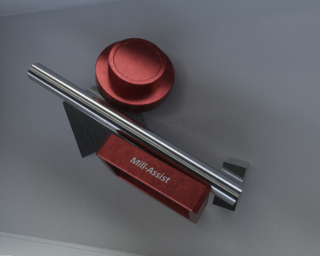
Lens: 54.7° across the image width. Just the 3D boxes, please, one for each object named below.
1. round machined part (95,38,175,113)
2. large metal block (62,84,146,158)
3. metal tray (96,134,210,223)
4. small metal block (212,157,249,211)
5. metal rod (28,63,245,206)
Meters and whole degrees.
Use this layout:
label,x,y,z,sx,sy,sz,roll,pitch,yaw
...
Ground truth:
label,x,y,z,sx,sy,sz,roll,pitch,yaw
round machined part,-0.030,-0.071,0.382,0.099,0.042,0.098,5,65,-10
large metal block,-0.072,-0.013,0.420,0.080,0.050,0.080,-24,82,18
metal tray,-0.006,0.063,0.372,0.130,0.090,0.030,28,72,17
small metal block,0.085,0.064,0.365,0.025,0.050,0.050,15,95,19
metal rod,-0.041,-0.002,0.368,0.301,0.025,0.025,31,100,17
